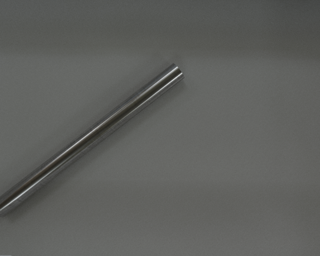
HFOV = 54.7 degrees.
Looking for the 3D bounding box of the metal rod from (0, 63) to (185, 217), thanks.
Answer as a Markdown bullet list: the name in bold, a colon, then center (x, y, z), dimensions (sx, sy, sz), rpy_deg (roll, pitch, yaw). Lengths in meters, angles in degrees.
- **metal rod**: center (-0.094, 0.016, 0.410), dimensions (0.301, 0.025, 0.025), rpy_deg (-38, 90, -1)
